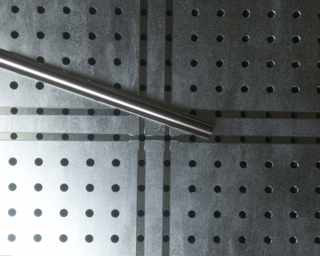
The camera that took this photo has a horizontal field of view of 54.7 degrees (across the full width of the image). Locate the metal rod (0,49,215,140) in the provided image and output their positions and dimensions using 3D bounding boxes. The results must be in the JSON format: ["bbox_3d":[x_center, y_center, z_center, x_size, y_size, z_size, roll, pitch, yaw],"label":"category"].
[{"bbox_3d":[-0.074,-0.045,0.412,0.302,0.025,0.025,19,90,-1],"label":"metal rod"}]
